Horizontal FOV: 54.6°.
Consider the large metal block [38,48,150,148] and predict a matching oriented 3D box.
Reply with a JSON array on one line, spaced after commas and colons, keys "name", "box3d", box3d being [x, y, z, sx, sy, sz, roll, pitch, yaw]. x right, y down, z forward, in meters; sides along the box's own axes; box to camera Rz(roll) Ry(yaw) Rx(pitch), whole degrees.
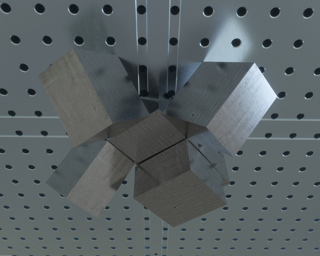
[{"name": "large metal block", "box3d": [-0.065, -0.032, 0.327, 0.050, 0.080, 0.080, -31, 85, 23]}]

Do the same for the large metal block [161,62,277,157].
[{"name": "large metal block", "box3d": [0.062, -0.024, 0.335, 0.050, 0.080, 0.080, 45, 77, -30]}]

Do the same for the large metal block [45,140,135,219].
[{"name": "large metal block", "box3d": [-0.092, 0.060, 0.405, 0.050, 0.080, 0.080, 45, 159, -30]}]

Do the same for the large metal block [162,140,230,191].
[{"name": "large metal block", "box3d": [0.041, 0.055, 0.441, 0.080, 0.050, 0.080, -30, 123, 22]}]

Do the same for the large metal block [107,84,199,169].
[{"name": "large metal block", "box3d": [-0.008, 0.005, 0.399, 0.080, 0.050, 0.080, -31, 124, 23]}]

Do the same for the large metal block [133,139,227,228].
[{"name": "large metal block", "box3d": [0.025, 0.072, 0.389, 0.080, 0.050, 0.080, -31, 125, 22]}]
